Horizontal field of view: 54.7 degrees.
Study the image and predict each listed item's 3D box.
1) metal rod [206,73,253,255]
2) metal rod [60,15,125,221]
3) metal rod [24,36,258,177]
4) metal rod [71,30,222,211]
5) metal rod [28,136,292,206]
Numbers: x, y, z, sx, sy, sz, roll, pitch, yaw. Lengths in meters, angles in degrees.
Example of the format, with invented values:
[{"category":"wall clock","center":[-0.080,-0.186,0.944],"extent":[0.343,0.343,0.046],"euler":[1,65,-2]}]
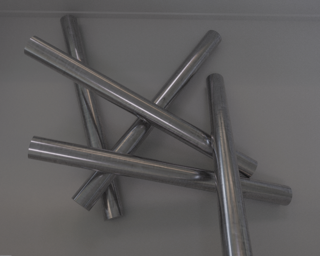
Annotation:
[{"category":"metal rod","center":[0.069,0.037,0.328],"extent":[0.025,0.025,0.300],"euler":[3,44,1]},{"category":"metal rod","center":[-0.096,-0.027,0.418],"extent":[0.025,0.025,0.299],"euler":[-15,71,-6]},{"category":"metal rod","center":[-0.018,-0.022,0.370],"extent":[0.301,0.025,0.025],"euler":[29,72,-5]},{"category":"metal rod","center":[-0.004,-0.025,0.402],"extent":[0.025,0.025,0.301],"euler":[33,67,11]},{"category":"metal rod","center":[0.010,0.052,0.354],"extent":[0.302,0.025,0.025],"euler":[12,70,-10]}]
